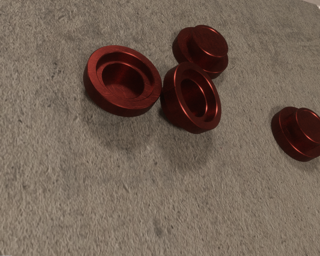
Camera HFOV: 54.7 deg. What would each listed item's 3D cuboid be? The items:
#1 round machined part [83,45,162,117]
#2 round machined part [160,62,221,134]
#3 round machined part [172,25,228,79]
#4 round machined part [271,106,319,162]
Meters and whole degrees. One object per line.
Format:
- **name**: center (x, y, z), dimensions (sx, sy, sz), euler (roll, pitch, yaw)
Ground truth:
- **round machined part**: center (-0.050, -0.056, 0.401), dimensions (0.099, 0.042, 0.098), euler (14, 56, -21)
- **round machined part**: center (0.038, -0.038, 0.425), dimensions (0.099, 0.042, 0.098), euler (23, 57, -39)
- **round machined part**: center (0.074, -0.132, 0.515), dimensions (0.099, 0.042, 0.098), euler (14, 56, -21)
- **round machined part**: center (0.241, 0.004, 0.523), dimensions (0.099, 0.042, 0.098), euler (14, 56, -21)
